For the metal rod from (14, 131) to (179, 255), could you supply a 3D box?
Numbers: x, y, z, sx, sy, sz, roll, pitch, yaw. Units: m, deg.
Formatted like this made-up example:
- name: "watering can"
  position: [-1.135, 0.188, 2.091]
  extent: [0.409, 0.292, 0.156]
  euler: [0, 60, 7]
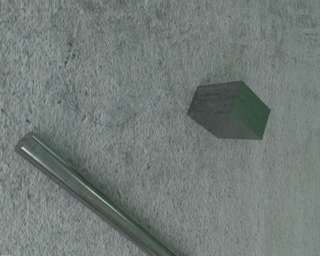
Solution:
- name: "metal rod"
  position: [-0.044, 0.111, 0.369]
  extent: [0.300, 0.025, 0.025]
  euler: [49, 61, -29]

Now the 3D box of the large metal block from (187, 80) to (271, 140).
- name: "large metal block"
  position: [0.101, -0.023, 0.457]
  extent: [0.080, 0.080, 0.050]
  euler: [34, 69, -35]
